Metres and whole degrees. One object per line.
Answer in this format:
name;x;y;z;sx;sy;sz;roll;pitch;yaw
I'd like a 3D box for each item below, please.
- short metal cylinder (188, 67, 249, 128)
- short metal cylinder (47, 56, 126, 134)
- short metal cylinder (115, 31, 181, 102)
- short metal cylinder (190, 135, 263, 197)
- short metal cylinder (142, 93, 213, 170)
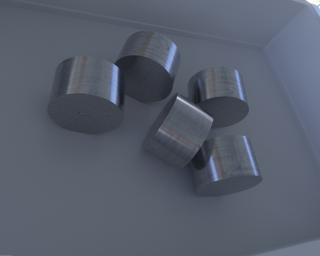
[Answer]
short metal cylinder;0.081;-0.041;0.439;0.081;0.080;0.050;12;57;-22
short metal cylinder;-0.080;-0.035;0.348;0.081;0.080;0.050;13;57;-21
short metal cylinder;-0.017;-0.080;0.410;0.080;0.080;0.050;26;53;-12
short metal cylinder;0.079;0.049;0.383;0.081;0.080;0.050;4;60;-26
short metal cylinder;0.021;0.004;0.379;0.050;0.080;0.080;32;52;-8
